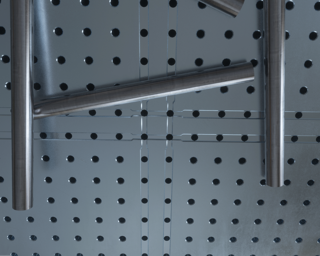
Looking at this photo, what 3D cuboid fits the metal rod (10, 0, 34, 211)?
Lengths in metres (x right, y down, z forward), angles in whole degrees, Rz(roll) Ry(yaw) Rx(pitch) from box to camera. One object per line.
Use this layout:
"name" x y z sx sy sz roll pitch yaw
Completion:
"metal rod" -0.165 -0.044 0.372 0.025 0.025 0.298 5 101 -2

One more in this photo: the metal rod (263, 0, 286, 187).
"metal rod" 0.144 -0.061 0.391 0.025 0.025 0.298 -7 110 2

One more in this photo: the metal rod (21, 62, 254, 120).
"metal rod" -0.034 -0.045 0.396 0.301 0.025 0.025 -10 110 3

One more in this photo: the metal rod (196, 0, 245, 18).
"metal rod" -0.046 -0.197 0.340 0.301 0.025 0.025 23 109 -8
